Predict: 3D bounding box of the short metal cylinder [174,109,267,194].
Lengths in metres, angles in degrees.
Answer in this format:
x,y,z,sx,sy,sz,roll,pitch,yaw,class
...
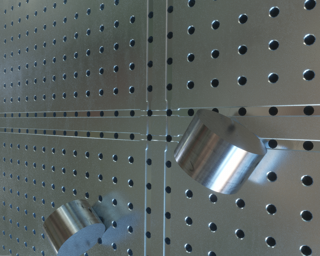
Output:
x,y,z,sx,sy,sz,roll,pitch,yaw,class
0.062,0.023,0.323,0.080,0.081,0.050,42,116,32,short metal cylinder

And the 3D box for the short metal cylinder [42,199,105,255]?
x,y,z,sx,sy,sz,roll,pitch,yaw,class
-0.134,0.159,0.484,0.050,0.081,0.080,44,117,31,short metal cylinder
